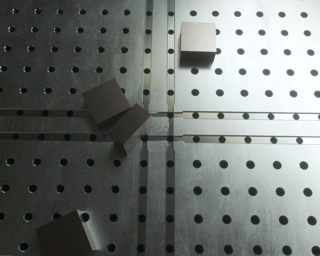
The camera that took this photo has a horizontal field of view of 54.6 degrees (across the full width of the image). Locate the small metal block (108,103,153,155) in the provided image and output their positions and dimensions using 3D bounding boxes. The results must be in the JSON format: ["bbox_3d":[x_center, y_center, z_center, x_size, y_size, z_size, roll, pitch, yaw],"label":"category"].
[{"bbox_3d":[-0.036,0.003,0.397,0.025,0.050,0.050,39,75,13],"label":"small metal block"}]

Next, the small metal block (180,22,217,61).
[{"bbox_3d":[0.056,-0.128,0.459,0.050,0.025,0.050,2,70,1],"label":"small metal block"}]

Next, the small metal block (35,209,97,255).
[{"bbox_3d":[-0.109,0.131,0.363,0.050,0.025,0.050,-25,72,-9],"label":"small metal block"}]

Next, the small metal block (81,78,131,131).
[{"bbox_3d":[-0.072,-0.032,0.423,0.050,0.025,0.050,-28,72,-10],"label":"small metal block"}]
